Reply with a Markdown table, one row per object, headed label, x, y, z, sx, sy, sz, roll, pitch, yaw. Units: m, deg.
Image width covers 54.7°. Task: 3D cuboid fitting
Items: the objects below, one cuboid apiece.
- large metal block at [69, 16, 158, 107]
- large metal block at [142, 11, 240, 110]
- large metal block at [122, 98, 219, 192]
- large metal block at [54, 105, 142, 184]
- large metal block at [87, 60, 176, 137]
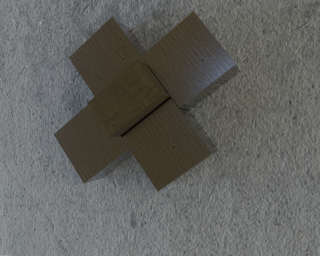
| label | x | y | z | sx | sy | sz | roll | pitch | yaw |
| --- | --- | --- | --- | --- | --- | --- | --- | --- | --- |
| large metal block | -0.060 | -0.085 | 0.416 | 0.080 | 0.050 | 0.080 | -38 | 78 | 15 |
| large metal block | 0.039 | -0.079 | 0.382 | 0.080 | 0.050 | 0.080 | -38 | 78 | 15 |
| large metal block | 0.014 | 0.020 | 0.390 | 0.080 | 0.050 | 0.080 | -38 | 78 | 15 |
| large metal block | -0.082 | 0.017 | 0.424 | 0.080 | 0.050 | 0.080 | -38 | 78 | 15 |
| large metal block | -0.028 | -0.033 | 0.390 | 0.080 | 0.080 | 0.050 | -38 | 78 | 16 |
